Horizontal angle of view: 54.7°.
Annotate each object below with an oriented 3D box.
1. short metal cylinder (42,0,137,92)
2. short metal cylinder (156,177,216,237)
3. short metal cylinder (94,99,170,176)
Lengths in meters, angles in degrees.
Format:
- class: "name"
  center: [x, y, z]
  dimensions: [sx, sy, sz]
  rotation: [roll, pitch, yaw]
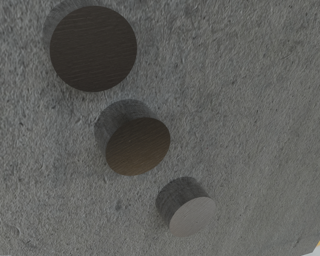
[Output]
- class: "short metal cylinder"
  center: [-0.069, -0.082, 0.302]
  dimensions: [0.081, 0.050, 0.079]
  rotation: [-14, 124, -21]
- class: "short metal cylinder"
  center: [0.040, 0.124, 0.489]
  dimensions: [0.081, 0.050, 0.079]
  rotation: [-14, 124, -21]
- class: "short metal cylinder"
  center: [-0.034, 0.011, 0.379]
  dimensions: [0.081, 0.050, 0.079]
  rotation: [-14, 124, -21]
